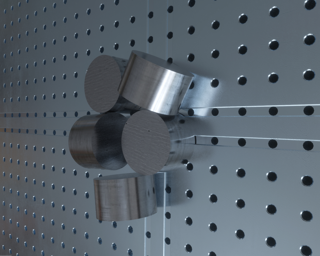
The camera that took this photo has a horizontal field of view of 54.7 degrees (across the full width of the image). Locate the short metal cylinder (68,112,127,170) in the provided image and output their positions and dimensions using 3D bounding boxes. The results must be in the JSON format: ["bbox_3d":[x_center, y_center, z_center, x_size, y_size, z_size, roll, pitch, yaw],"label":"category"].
[{"bbox_3d":[-0.081,0.019,0.442,0.050,0.081,0.080,-3,88,39],"label":"short metal cylinder"}]

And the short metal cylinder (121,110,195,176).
[{"bbox_3d":[-0.003,0.018,0.396,0.080,0.050,0.079,1,91,39],"label":"short metal cylinder"}]

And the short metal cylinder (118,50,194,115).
[{"bbox_3d":[-0.005,-0.056,0.378,0.080,0.081,0.050,35,111,34],"label":"short metal cylinder"}]

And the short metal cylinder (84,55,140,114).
[{"bbox_3d":[-0.064,-0.061,0.445,0.080,0.050,0.079,0,91,41],"label":"short metal cylinder"}]

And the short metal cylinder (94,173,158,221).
[{"bbox_3d":[-0.045,0.088,0.410,0.080,0.081,0.050,-8,86,40],"label":"short metal cylinder"}]
